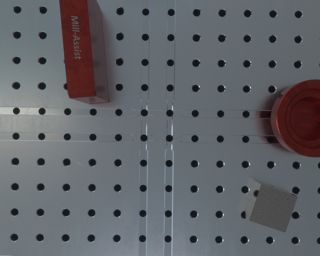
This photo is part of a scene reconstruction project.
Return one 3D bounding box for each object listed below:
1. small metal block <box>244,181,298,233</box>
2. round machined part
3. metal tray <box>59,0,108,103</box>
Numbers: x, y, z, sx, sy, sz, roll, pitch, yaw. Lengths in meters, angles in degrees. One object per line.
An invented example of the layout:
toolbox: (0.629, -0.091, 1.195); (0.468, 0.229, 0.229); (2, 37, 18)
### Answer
small metal block: (0.147, 0.105, 0.414); (0.050, 0.025, 0.050); (19, 90, 0)
round machined part: (0.194, -0.012, 0.406); (0.099, 0.042, 0.097); (0, 90, 0)
metal tray: (-0.090, -0.098, 0.379); (0.030, 0.090, 0.129); (-5, 90, 0)
